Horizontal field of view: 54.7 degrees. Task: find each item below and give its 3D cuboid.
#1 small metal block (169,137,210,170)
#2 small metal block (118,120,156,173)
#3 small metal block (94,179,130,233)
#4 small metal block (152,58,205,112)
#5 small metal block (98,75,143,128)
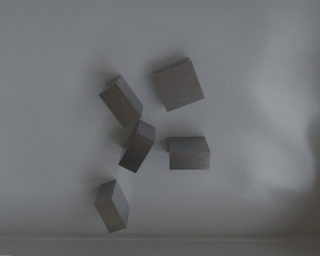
[{"bbox_3d":[0.037,0.032,0.410,0.050,0.050,0.025,0,110,0],"label":"small metal block"},{"bbox_3d":[-0.029,0.023,0.406,0.025,0.050,0.050,28,108,-10],"label":"small metal block"},{"bbox_3d":[-0.066,0.110,0.438,0.025,0.050,0.050,-20,109,7],"label":"small metal block"},{"bbox_3d":[0.023,-0.054,0.391,0.050,0.025,0.050,-20,109,7],"label":"small metal block"},{"bbox_3d":[-0.046,-0.034,0.385,0.025,0.050,0.050,-32,107,11],"label":"small metal block"}]
